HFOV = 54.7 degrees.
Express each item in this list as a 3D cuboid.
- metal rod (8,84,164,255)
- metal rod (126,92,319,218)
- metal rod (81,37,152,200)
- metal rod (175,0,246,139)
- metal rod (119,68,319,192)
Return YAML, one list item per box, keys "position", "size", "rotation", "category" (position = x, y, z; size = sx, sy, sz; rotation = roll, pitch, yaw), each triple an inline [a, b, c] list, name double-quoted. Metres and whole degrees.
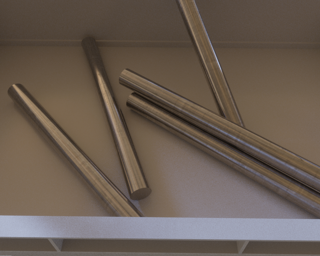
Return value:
- position: [-0.107, 0.032, 0.377]
  size: [0.025, 0.025, 0.300]
  rotation: [-35, 58, -26]
  category: "metal rod"
- position: [0.081, 0.030, 0.380]
  size: [0.300, 0.025, 0.025]
  rotation: [30, 56, 23]
  category: "metal rod"
- position: [-0.071, -0.035, 0.433]
  size: [0.025, 0.025, 0.300]
  rotation: [-15, 52, -12]
  category: "metal rod"
- position: [0.055, -0.120, 0.419]
  size: [0.025, 0.025, 0.299]
  rotation: [-17, 80, -14]
  category: "metal rod"
- position: [0.072, -0.003, 0.379]
  size: [0.300, 0.025, 0.025]
  rotation: [30, 56, 22]
  category: "metal rod"
